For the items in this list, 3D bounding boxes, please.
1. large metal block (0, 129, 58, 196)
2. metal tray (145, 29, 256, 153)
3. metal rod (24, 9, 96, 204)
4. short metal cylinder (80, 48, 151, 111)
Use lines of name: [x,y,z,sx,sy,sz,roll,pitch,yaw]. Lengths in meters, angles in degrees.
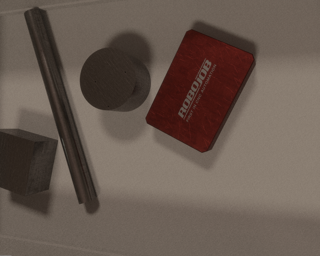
large metal block: [-0.211,0.049,0.470,0.080,0.050,0.079,14,95,19]
metal tray: [0.050,-0.046,0.390,0.090,0.030,0.129,28,99,17]
metal rod: [-0.150,-0.035,0.461,0.025,0.025,0.299,-20,83,18]
short metal cylinder: [-0.059,-0.062,0.417,0.080,0.050,0.079,0,90,19]
